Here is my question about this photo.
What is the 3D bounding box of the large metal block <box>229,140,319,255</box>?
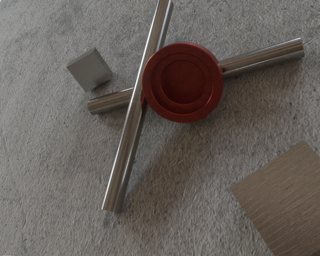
[{"bbox_3d":[0.123,0.072,0.279,0.080,0.050,0.080,-35,52,5],"label":"large metal block"}]

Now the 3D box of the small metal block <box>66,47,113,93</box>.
[{"bbox_3d":[-0.112,-0.093,0.498,0.050,0.050,0.025,-27,29,11],"label":"small metal block"}]

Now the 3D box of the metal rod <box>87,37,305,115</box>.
[{"bbox_3d":[0.034,-0.065,0.424,0.301,0.025,0.025,-13,56,20],"label":"metal rod"}]

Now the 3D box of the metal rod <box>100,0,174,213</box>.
[{"bbox_3d":[-0.026,-0.040,0.412,0.025,0.025,0.299,5,73,30],"label":"metal rod"}]

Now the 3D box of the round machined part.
[{"bbox_3d":[0.030,-0.059,0.389,0.098,0.097,0.042,-14,17,20],"label":"round machined part"}]
